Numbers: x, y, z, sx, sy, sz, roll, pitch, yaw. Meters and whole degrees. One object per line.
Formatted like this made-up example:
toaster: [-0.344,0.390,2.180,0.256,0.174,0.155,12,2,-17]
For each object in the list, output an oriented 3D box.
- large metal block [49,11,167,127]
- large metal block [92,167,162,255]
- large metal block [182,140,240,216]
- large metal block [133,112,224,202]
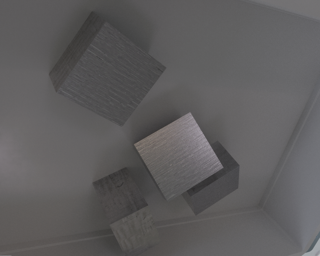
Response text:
large metal block: [-0.055,-0.060,0.325,0.080,0.050,0.080,30,101,-38]
large metal block: [-0.045,0.115,0.419,0.050,0.080,0.080,-24,127,-13]
large metal block: [0.070,0.077,0.464,0.080,0.050,0.080,-30,145,-9]
large metal block: [0.021,0.037,0.400,0.080,0.050,0.080,-30,87,-9]
